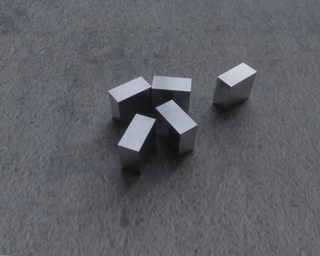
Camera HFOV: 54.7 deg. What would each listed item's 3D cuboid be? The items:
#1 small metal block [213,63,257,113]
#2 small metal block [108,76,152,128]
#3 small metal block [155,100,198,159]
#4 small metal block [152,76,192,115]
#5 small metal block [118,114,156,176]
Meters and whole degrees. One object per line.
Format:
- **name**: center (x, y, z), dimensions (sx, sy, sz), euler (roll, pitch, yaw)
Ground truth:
- **small metal block**: center (0.104, -0.057, 0.436), dimensions (0.050, 0.050, 0.025), euler (-31, 57, -23)
- **small metal block**: center (-0.038, -0.034, 0.415), dimensions (0.050, 0.050, 0.025), euler (-28, 56, -22)
- **small metal block**: center (0.019, 0.002, 0.386), dimensions (0.025, 0.050, 0.050), euler (-28, 56, -21)
- **small metal block**: center (0.015, -0.042, 0.423), dimensions (0.050, 0.050, 0.025), euler (5, 50, 3)
- **small metal block**: center (-0.026, 0.020, 0.370), dimensions (0.025, 0.050, 0.050), euler (17, 52, 13)
